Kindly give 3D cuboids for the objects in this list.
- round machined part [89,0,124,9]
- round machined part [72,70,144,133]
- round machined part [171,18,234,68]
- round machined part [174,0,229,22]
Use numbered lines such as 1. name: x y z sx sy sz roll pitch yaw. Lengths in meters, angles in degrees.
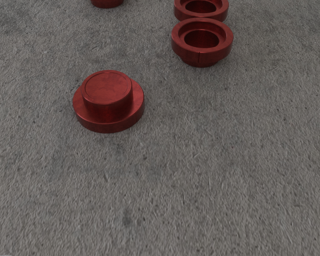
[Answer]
1. round machined part: -0.108 -0.277 0.624 0.099 0.042 0.098 0 50 0
2. round machined part: -0.071 -0.043 0.428 0.099 0.042 0.098 0 50 0
3. round machined part: 0.067 -0.136 0.507 0.099 0.042 0.098 0 50 0
4. round machined part: 0.074 -0.212 0.571 0.099 0.042 0.098 0 50 0
